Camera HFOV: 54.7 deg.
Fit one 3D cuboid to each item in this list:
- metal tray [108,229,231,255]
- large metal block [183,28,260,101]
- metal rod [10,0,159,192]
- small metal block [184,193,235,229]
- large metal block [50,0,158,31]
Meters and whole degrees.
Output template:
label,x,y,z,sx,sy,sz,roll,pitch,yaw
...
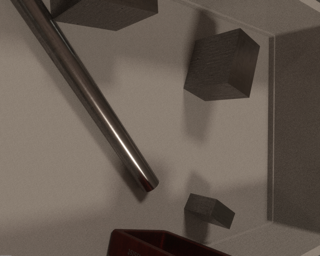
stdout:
label,x,y,z,sx,sy,sz,roll,pitch,yaw
metal tray,0.014,0.147,0.352,0.091,0.130,0.030,17,79,-39
large metal block,0.088,-0.087,0.447,0.050,0.080,0.080,24,75,-38
metal rod,-0.082,-0.044,0.338,0.025,0.025,0.299,-46,118,-31
small metal block,0.073,0.122,0.454,0.050,0.050,0.025,40,66,-33
large metal block,-0.060,-0.141,0.322,0.081,0.080,0.050,-5,93,-40
